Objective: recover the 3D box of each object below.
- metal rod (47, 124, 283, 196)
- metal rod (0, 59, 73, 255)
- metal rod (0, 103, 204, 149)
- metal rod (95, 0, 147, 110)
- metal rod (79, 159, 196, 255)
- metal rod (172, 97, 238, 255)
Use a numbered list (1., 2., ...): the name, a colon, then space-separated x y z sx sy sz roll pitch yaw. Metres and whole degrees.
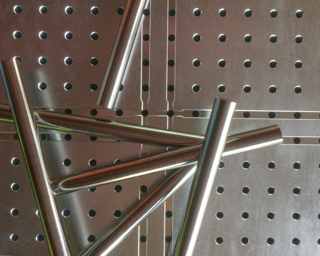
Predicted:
1. metal rod: 0.000 0.044 0.395 0.301 0.025 0.025 -14 90 7
2. metal rod: -0.149 0.062 0.386 0.025 0.025 0.299 -15 90 0
3. metal rod: -0.080 0.000 0.412 0.302 0.025 0.025 9 90 0
4. metal rod: -0.030 -0.171 0.413 0.025 0.025 0.299 17 90 0
5. metal rod: -0.063 0.146 0.413 0.300 0.025 0.025 -43 90 0
6. metal rod: 0.041 0.110 0.381 0.025 0.025 0.298 13 103 0
